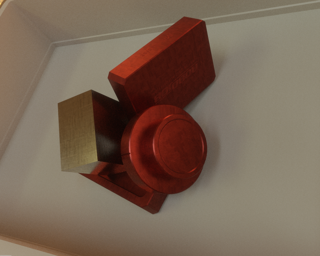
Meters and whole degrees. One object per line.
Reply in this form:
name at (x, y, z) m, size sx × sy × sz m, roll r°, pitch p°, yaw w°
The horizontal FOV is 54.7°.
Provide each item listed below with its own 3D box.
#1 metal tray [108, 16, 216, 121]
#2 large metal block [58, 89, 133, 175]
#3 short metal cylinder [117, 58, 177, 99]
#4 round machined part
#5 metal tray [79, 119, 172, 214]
metal tray at (0.009, -0.062, 0.374) m, size 0.131 × 0.090 × 0.030 m, roll -42°, pitch 46°, yaw -21°
large metal block at (-0.071, 0.010, 0.368) m, size 0.050 × 0.080 × 0.080 m, roll -17°, pitch 71°, yaw 25°
short metal cylinder at (-0.014, -0.067, 0.416) m, size 0.080 × 0.050 × 0.080 m, roll -24°, pitch 28°, yaw 14°
round machined part at (0.011, 0.021, 0.332) m, size 0.042 × 0.098 × 0.098 m, roll -17°, pitch 49°, yaw 56°
metal tray at (-0.039, 0.040, 0.394) m, size 0.130 × 0.030 × 0.090 m, roll 19°, pitch 71°, yaw 35°
